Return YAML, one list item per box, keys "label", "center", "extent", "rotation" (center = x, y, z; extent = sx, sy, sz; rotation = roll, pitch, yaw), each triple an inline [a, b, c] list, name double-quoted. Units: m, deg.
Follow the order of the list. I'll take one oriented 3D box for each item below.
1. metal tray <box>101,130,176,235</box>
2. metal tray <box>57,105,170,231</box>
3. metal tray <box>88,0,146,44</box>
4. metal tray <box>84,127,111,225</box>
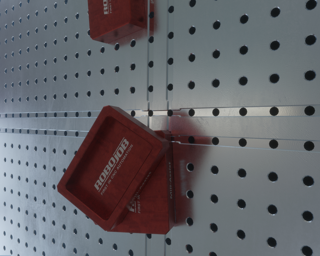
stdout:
- label: "metal tray"
  center: [-0.030, 0.070, 0.411]
  extent: [0.090, 0.030, 0.129]
  rotation: [-3, 88, 17]
- label: "metal tray"
  center: [-0.060, 0.048, 0.388]
  extent: [0.090, 0.030, 0.130]
  rotation: [34, 99, 15]
- label: "metal tray"
  center: [-0.069, -0.204, 0.465]
  extent: [0.090, 0.030, 0.129]
  rotation: [-8, 85, 39]
- label: "metal tray"
  center: [-0.083, 0.071, 0.475]
  extent: [0.090, 0.030, 0.129]
  rotation: [45, 117, 30]
